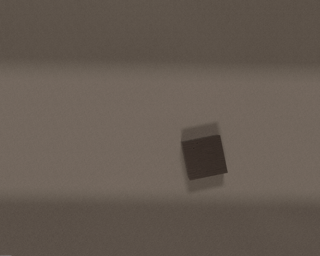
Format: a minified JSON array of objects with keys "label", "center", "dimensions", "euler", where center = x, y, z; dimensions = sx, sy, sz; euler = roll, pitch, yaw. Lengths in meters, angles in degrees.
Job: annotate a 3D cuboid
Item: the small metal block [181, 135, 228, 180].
[{"label":"small metal block","center":[0.058,0.038,0.412],"dimensions":[0.050,0.025,0.050],"euler":[-11,90,-1]}]
